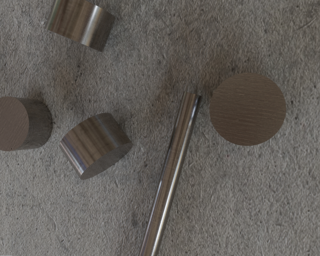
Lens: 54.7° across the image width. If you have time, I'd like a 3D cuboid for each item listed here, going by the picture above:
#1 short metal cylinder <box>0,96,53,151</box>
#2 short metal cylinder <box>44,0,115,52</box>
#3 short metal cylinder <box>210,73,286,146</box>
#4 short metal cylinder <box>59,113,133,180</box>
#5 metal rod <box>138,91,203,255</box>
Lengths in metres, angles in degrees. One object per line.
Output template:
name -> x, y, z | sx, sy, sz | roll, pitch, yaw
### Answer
short metal cylinder -> -0.213, -0.006, 0.471 | 0.080, 0.050, 0.080 | 0, 90, 20
short metal cylinder -> -0.107, -0.141, 0.417 | 0.080, 0.080, 0.050 | 25, 98, 18
short metal cylinder -> 0.102, -0.020, 0.360 | 0.080, 0.050, 0.080 | 0, 90, 20
short metal cylinder -> -0.083, 0.024, 0.409 | 0.080, 0.080, 0.050 | -40, 77, 15
metal rod -> 0.003, 0.100, 0.407 | 0.025, 0.025, 0.298 | 17, 96, 19
